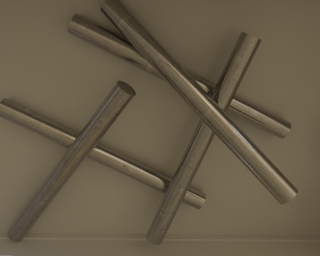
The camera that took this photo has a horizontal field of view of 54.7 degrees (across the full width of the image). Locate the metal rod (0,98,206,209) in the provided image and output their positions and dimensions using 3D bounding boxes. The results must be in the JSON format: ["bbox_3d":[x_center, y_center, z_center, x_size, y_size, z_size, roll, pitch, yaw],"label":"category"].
[{"bbox_3d":[-0.072,0.040,0.425,0.301,0.025,0.025,27,108,-10],"label":"metal rod"}]

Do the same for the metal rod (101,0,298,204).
[{"bbox_3d":[0.042,-0.034,0.353,0.025,0.025,0.300,-43,88,14],"label":"metal rod"}]

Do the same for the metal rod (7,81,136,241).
[{"bbox_3d":[-0.128,0.058,0.408,0.025,0.025,0.299,36,114,-12],"label":"metal rod"}]

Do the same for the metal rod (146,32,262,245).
[{"bbox_3d":[0.047,0.027,0.393,0.025,0.025,0.298,21,109,-8],"label":"metal rod"}]

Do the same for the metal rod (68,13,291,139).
[{"bbox_3d":[0.032,-0.060,0.389,0.301,0.025,0.025,25,108,-9],"label":"metal rod"}]
